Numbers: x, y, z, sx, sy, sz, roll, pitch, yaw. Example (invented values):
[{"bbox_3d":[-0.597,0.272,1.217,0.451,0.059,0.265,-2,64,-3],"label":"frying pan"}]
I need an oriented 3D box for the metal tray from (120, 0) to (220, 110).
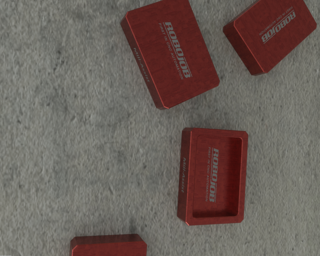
[{"bbox_3d":[0.015,-0.100,0.413,0.091,0.030,0.129,-26,99,-19],"label":"metal tray"}]

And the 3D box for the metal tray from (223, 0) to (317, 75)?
[{"bbox_3d":[0.169,-0.153,0.470,0.130,0.030,0.090,-41,103,-16],"label":"metal tray"}]

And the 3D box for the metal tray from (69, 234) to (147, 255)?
[{"bbox_3d":[-0.068,0.202,0.383,0.091,0.030,0.129,5,88,-20],"label":"metal tray"}]

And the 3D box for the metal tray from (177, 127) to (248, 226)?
[{"bbox_3d":[0.075,0.066,0.435,0.091,0.030,0.129,4,89,-20],"label":"metal tray"}]
